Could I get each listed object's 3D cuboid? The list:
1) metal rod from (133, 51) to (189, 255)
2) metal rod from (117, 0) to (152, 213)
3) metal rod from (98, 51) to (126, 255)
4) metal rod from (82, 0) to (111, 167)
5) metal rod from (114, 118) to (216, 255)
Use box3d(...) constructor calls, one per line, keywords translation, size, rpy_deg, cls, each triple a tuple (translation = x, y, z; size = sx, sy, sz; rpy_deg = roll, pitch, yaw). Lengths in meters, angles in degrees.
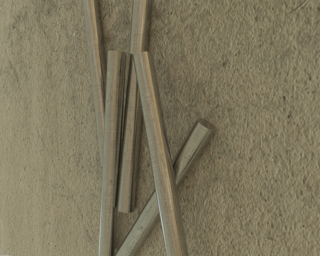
box3d(translation=(0.004, 0.055, 0.367), size=(0.025, 0.025, 0.298), rpy_deg=(-17, 79, 39), cls="metal rod")
box3d(translation=(-0.036, -0.031, 0.435), size=(0.025, 0.025, 0.298), rpy_deg=(8, 95, 40), cls="metal rod")
box3d(translation=(-0.069, 0.043, 0.442), size=(0.025, 0.025, 0.298), rpy_deg=(13, 103, 39), cls="metal rod")
box3d(translation=(-0.096, -0.090, 0.484), size=(0.025, 0.025, 0.298), rpy_deg=(-13, 82, 39), cls="metal rod")
box3d(translation=(-0.013, 0.116, 0.415), size=(0.025, 0.025, 0.298), rpy_deg=(43, 116, 31), cls="metal rod")
